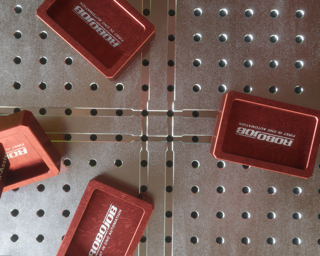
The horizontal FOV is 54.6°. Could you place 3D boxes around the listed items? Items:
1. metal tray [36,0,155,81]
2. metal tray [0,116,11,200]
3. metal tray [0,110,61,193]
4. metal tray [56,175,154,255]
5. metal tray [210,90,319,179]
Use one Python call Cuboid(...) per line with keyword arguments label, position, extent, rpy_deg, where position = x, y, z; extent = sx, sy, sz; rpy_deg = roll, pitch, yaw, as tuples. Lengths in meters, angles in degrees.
Cuboid(label="metal tray", position=(-0.082, -0.137, 0.410), extent=(0.130, 0.030, 0.090), rpy_deg=(42, 90, 0))
Cuboid(label="metal tray", position=(-0.239, 0.045, 0.389), extent=(0.090, 0.030, 0.130), rpy_deg=(9, 79, 10))
Cuboid(label="metal tray", position=(-0.203, 0.038, 0.384), extent=(0.131, 0.030, 0.090), rpy_deg=(-18, 130, 0))
Cuboid(label="metal tray", position=(-0.073, 0.140, 0.410), extent=(0.090, 0.030, 0.130), rpy_deg=(24, 90, 0))
Cuboid(label="metal tray", position=(0.141, 0.008, 0.411), extent=(0.131, 0.030, 0.090), rpy_deg=(13, 90, 0))
